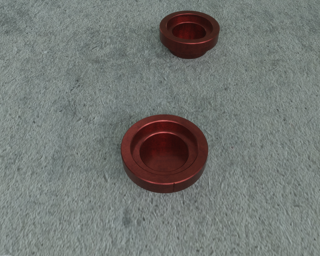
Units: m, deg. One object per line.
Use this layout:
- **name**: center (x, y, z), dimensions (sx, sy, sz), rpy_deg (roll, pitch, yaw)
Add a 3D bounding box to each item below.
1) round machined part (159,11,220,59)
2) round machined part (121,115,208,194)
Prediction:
- **round machined part**: center (0.048, -0.153, 0.522), dimensions (0.099, 0.042, 0.098), rpy_deg (0, 50, 0)
- **round machined part**: center (0.005, 0.034, 0.364), dimensions (0.099, 0.042, 0.098), rpy_deg (0, 50, 0)
